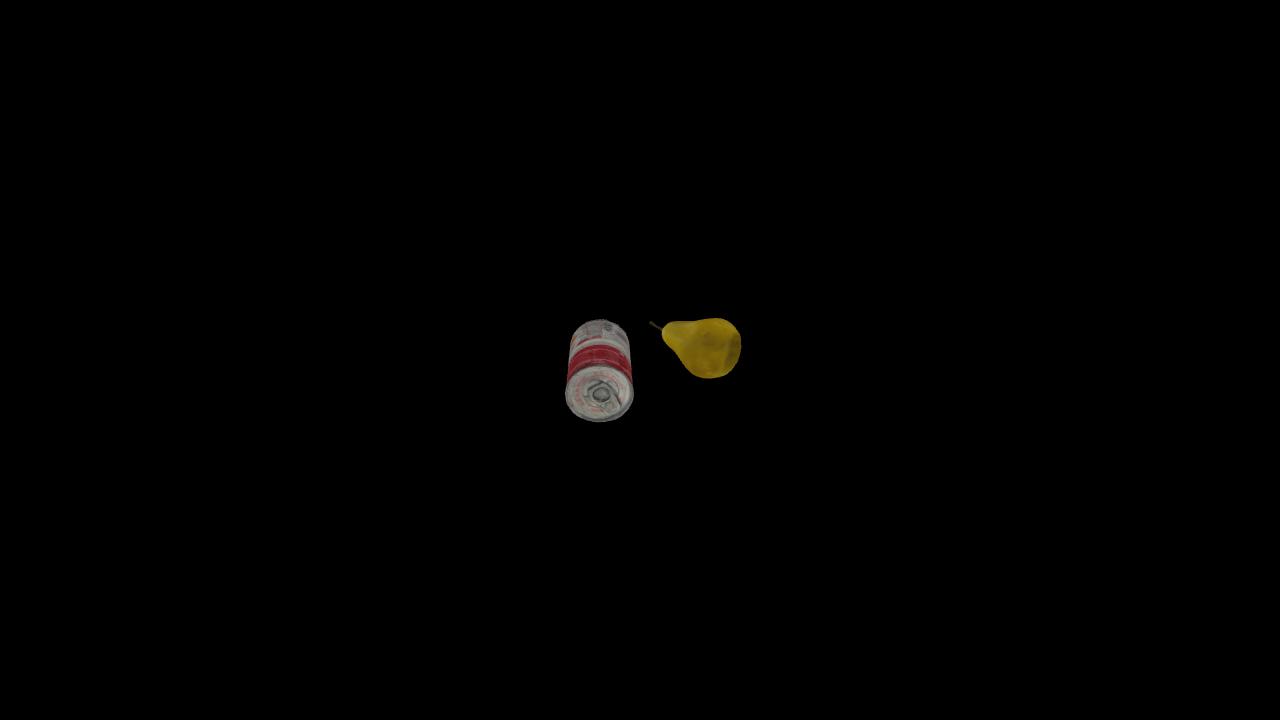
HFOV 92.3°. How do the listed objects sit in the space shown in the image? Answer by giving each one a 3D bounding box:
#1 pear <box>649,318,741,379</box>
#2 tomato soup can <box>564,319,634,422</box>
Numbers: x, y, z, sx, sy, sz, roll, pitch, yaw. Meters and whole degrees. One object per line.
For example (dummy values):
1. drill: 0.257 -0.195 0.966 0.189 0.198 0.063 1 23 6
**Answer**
1. pear: 0.063 -0.021 0.738 0.111 0.080 0.080 23 13 34
2. tomato soup can: -0.042 0.008 0.640 0.068 0.068 0.101 0 31 -4
